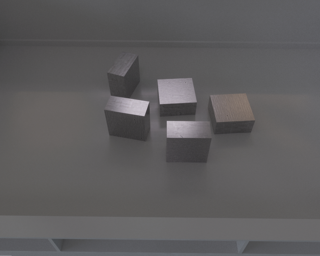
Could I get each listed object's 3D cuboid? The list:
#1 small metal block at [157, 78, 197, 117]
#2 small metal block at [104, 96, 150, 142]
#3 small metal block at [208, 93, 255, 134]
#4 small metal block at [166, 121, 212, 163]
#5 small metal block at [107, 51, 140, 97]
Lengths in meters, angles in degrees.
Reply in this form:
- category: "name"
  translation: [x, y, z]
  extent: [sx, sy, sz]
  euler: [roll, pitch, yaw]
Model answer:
- category: "small metal block"
  translation: [0.023, -0.044, 0.442]
  extent: [0.050, 0.025, 0.050]
  euler: [-3, 50, -3]
- category: "small metal block"
  translation: [-0.040, -0.011, 0.398]
  extent: [0.050, 0.050, 0.025]
  euler: [9, 51, 8]
- category: "small metal block"
  translation: [0.096, -0.020, 0.422]
  extent: [0.050, 0.025, 0.050]
  euler: [-3, 50, -3]
- category: "small metal block"
  translation: [0.033, 0.017, 0.374]
  extent: [0.050, 0.050, 0.025]
  euler: [0, 50, 0]
- category: "small metal block"
  translation: [-0.051, -0.074, 0.451]
  extent: [0.025, 0.050, 0.050]
  euler: [15, 52, 12]
